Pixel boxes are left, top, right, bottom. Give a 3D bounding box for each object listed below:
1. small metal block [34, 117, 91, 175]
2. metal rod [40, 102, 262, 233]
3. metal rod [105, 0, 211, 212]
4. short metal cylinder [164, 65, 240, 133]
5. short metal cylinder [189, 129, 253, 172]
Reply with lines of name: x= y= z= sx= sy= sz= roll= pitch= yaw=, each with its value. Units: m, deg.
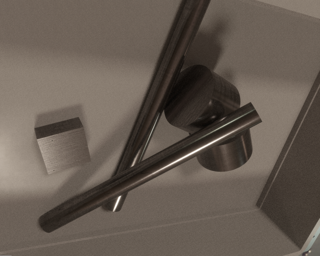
small metal block: x=-0.112 y=0.020 z=0.361 sx=0.050 sy=0.025 sz=0.050 roll=-17 pitch=125 yaw=-19
metal rod: x=-0.022 y=0.054 z=0.372 sx=0.300 sy=0.025 sz=0.025 roll=-30 pitch=131 yaw=14
metal rod: x=-0.011 y=-0.018 z=0.392 sx=0.025 sy=0.025 sz=0.298 roll=10 pitch=113 yaw=-33
short metal cylinder: x=0.051 y=-0.031 z=0.383 sx=0.050 sy=0.080 sz=0.080 roll=23 pitch=106 yaw=-37
short metal cylinder: x=0.085 y=0.014 z=0.430 sx=0.080 sy=0.080 sz=0.050 roll=-29 pitch=129 yaw=-10
